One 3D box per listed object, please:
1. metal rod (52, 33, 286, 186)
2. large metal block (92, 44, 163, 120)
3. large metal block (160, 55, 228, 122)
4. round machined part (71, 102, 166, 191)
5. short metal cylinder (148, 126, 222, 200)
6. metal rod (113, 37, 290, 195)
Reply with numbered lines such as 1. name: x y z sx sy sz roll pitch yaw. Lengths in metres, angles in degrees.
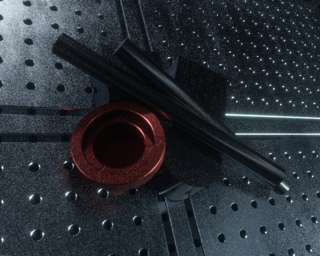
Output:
1. metal rod: 0.019 -0.015 0.357 0.301 0.025 0.025 31 52 -10
2. large metal block: -0.039 -0.054 0.396 0.081 0.050 0.080 1 61 -28
3. large metal block: 0.046 -0.044 0.437 0.080 0.050 0.080 22 54 -15
4. round machined part: -0.044 0.023 0.341 0.099 0.042 0.098 1 61 -1
5. short metal cylinder: 0.027 0.041 0.376 0.081 0.050 0.080 14 56 -21
6. metal rod: 0.066 -0.002 0.392 0.301 0.025 0.025 39 50 -21
